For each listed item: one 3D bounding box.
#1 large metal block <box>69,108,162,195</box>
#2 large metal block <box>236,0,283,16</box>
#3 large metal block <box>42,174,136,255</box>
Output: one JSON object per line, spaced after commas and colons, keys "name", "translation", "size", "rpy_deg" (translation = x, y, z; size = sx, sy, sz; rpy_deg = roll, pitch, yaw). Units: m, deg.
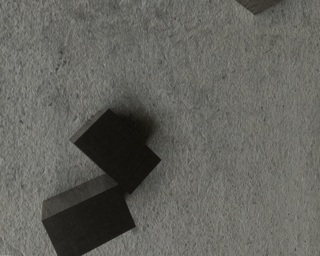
{"name": "large metal block", "translation": [-0.055, 0.025, 0.359], "size": [0.080, 0.080, 0.050], "rpy_deg": [46, 76, -14]}
{"name": "large metal block", "translation": [0.157, -0.219, 0.437], "size": [0.050, 0.080, 0.080], "rpy_deg": [30, 80, -18]}
{"name": "large metal block", "translation": [-0.083, 0.096, 0.349], "size": [0.081, 0.080, 0.050], "rpy_deg": [-23, 98, -19]}
